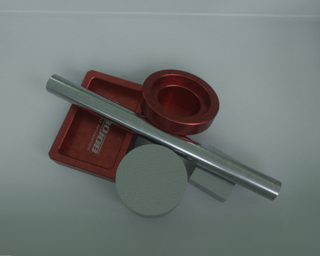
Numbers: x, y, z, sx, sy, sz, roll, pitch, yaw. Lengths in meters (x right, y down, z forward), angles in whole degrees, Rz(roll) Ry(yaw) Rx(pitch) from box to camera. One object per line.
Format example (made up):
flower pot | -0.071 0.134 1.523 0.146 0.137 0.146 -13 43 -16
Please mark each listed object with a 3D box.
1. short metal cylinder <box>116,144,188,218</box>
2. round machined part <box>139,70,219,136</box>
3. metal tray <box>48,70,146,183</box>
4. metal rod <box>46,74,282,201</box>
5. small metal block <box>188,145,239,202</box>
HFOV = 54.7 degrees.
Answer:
short metal cylinder | -0.009 0.065 0.370 0.081 0.050 0.080 0 70 0
round machined part | 0.022 -0.028 0.396 0.099 0.042 0.098 9 47 -10
metal tray | -0.074 -0.004 0.405 0.090 0.030 0.130 18 71 6
metal rod | -0.001 0.008 0.374 0.301 0.025 0.025 26 72 6
small metal block | 0.070 0.057 0.388 0.050 0.025 0.050 30 72 10
